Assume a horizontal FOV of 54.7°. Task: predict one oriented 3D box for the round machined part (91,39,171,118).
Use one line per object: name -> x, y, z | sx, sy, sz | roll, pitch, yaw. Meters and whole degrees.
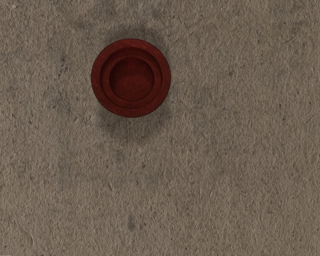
round machined part -> -0.036, -0.062, 0.401 | 0.099, 0.042, 0.097 | 0, 90, -1
